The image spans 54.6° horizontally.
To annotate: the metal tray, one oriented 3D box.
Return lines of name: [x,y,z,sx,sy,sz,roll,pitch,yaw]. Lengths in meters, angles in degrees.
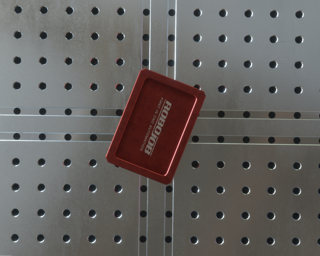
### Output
metal tray: [-0.005,-0.002,0.410,0.090,0.030,0.130,22,90,0]
